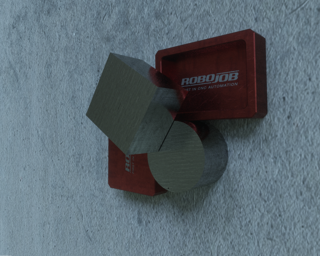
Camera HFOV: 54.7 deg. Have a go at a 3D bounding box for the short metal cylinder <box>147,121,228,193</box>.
[{"bbox_3d":[0.032,0.032,0.363,0.080,0.050,0.080,0,90,40],"label":"short metal cylinder"}]

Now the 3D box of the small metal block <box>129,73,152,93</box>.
[{"bbox_3d":[-0.023,-0.055,0.409,0.050,0.050,0.025,1,91,40],"label":"small metal block"}]

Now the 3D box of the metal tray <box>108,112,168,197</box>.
[{"bbox_3d":[-0.031,0.022,0.430,0.090,0.030,0.129,1,91,40],"label":"metal tray"}]

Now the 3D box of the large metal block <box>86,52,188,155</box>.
[{"bbox_3d":[-0.028,-0.027,0.346,0.080,0.050,0.079,40,114,32],"label":"large metal block"}]

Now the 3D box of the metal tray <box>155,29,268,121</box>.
[{"bbox_3d":[0.054,-0.054,0.359,0.130,0.030,0.089,-2,89,40],"label":"metal tray"}]
